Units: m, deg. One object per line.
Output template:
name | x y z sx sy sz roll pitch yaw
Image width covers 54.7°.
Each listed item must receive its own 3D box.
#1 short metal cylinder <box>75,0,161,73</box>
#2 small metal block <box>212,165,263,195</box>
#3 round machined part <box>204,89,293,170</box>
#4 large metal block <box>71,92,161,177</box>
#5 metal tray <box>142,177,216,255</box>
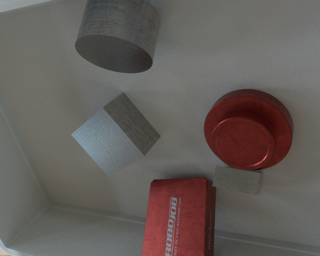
short metal cylinder | -0.043 -0.098 0.326 0.080 0.050 0.080 9 166 3
small metal block | 0.096 0.063 0.377 0.050 0.050 0.025 8 84 23
round machined part | 0.097 0.009 0.352 0.098 0.042 0.097 13 124 20
large metal block | -0.061 0.010 0.429 0.080 0.050 0.080 -33 100 38
metal tray | 0.025 0.134 0.415 0.090 0.130 0.030 -9 152 31
